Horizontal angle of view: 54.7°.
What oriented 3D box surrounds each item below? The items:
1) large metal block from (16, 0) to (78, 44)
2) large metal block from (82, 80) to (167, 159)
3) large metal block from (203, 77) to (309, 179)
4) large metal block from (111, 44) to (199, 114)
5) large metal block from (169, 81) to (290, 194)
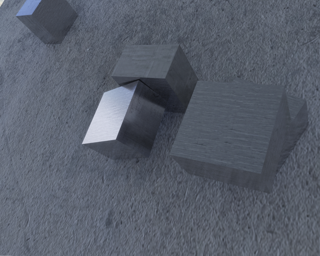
[{"bbox_3d":[-0.226,-0.228,0.628,0.050,0.080,0.080,9,66,32],"label":"large metal block"},{"bbox_3d":[-0.046,-0.007,0.400,0.080,0.050,0.080,-9,55,48],"label":"large metal block"},{"bbox_3d":[0.100,0.001,0.335,0.080,0.050,0.080,29,78,37],"label":"large metal block"},{"bbox_3d":[-0.003,-0.064,0.409,0.080,0.080,0.050,8,66,31],"label":"large metal block"},{"bbox_3d":[0.067,0.006,0.285,0.080,0.050,0.080,9,67,32],"label":"large metal block"}]
